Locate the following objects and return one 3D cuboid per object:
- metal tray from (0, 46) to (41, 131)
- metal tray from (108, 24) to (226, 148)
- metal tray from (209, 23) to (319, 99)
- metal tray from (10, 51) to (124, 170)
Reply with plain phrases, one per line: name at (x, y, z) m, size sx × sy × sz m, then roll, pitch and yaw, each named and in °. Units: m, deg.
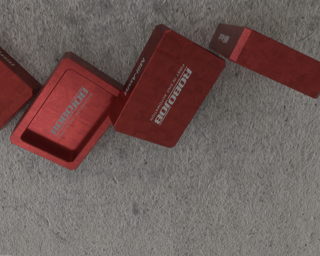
metal tray at (-0.227, -0.064, 0.381) m, size 0.090 × 0.030 × 0.130 m, roll -41°, pitch 105°, yaw 13°
metal tray at (0.008, -0.045, 0.373) m, size 0.091 × 0.030 × 0.129 m, roll 20°, pitch 111°, yaw -32°
metal tray at (0.107, -0.076, 0.327) m, size 0.090 × 0.130 × 0.030 m, roll 22°, pitch 109°, yaw -8°
metal tray at (-0.112, -0.017, 0.388) m, size 0.090 × 0.030 × 0.130 m, roll 32°, pitch 107°, yaw -26°
